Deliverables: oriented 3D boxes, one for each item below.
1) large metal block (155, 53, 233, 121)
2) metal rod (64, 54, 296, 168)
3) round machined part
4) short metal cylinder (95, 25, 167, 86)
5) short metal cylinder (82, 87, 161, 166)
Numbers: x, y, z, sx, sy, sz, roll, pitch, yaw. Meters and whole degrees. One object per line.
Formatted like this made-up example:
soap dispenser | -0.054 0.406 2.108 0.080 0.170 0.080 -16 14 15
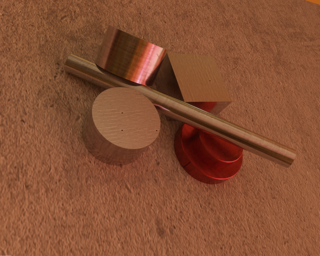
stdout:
large metal block | 0.045 -0.058 0.446 0.081 0.050 0.080 -3 63 -30
metal rod | 0.023 -0.023 0.388 0.301 0.025 0.025 24 52 3
round machined part | 0.072 0.023 0.418 0.099 0.042 0.098 14 56 -21
short metal cylinder | -0.037 -0.094 0.402 0.080 0.050 0.080 22 14 -6
short metal cylinder | -0.046 -0.001 0.366 0.081 0.050 0.080 14 56 -21
